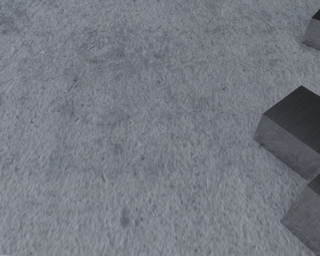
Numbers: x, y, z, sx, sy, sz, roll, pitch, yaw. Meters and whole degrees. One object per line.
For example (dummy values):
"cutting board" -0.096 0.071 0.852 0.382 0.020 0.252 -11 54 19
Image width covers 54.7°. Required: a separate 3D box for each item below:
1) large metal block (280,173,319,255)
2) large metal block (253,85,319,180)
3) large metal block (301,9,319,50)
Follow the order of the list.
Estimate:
"large metal block" 0.177 0.072 0.309 0.081 0.080 0.050 -31 57 -24
"large metal block" 0.179 0.003 0.387 0.081 0.050 0.080 -32 58 -25
"large metal block" 0.307 -0.171 0.534 0.080 0.050 0.080 32 57 23
